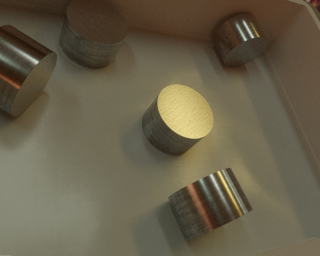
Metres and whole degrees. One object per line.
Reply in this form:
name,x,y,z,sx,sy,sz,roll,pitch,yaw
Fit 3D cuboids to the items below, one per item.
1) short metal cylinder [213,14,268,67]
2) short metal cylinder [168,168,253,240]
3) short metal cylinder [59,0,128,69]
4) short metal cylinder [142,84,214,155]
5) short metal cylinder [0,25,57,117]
short metal cylinder,0.139,-0.150,0.540,0.081,0.080,0.050,-7,66,-32
short metal cylinder,0.056,0.085,0.350,0.081,0.080,0.050,-13,69,-34
short metal cylinder,-0.090,-0.128,0.420,0.081,0.050,0.080,14,56,-21
short metal cylinder,0.023,-0.011,0.410,0.081,0.050,0.080,14,56,-21
short metal cylinder,-0.153,-0.059,0.324,0.050,0.080,0.080,32,51,-8
